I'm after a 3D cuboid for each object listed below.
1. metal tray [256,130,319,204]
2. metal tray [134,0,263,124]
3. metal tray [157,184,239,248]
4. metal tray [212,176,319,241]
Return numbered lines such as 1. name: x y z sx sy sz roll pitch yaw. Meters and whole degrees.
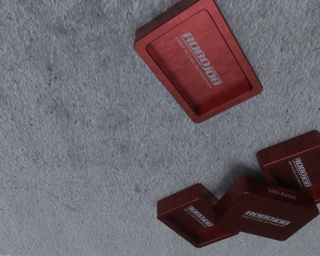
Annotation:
1. metal tray: 0.211 0.070 0.465 0.090 0.030 0.130 -25 126 19
2. metal tray: 0.045 -0.072 0.342 0.090 0.030 0.130 -28 125 21
3. metal tray: 0.067 0.156 0.537 0.090 0.030 0.130 -30 124 23
4. metal tray: 0.159 0.126 0.473 0.131 0.030 0.089 17 128 -15
